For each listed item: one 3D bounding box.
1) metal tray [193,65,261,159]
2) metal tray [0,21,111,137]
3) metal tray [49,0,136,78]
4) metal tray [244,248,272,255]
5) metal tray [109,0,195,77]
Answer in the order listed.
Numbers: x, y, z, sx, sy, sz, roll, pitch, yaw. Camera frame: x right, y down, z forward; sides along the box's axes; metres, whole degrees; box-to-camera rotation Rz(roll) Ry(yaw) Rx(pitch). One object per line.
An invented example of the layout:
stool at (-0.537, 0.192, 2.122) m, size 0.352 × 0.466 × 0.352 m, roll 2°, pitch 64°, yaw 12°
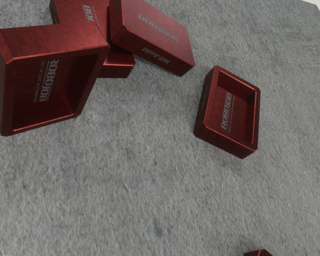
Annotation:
metal tray at (0.107, -0.027, 0.476) m, size 0.090 × 0.030 × 0.130 m, roll 26°, pitch 52°, yaw -13°
metal tray at (-0.112, -0.044, 0.304) m, size 0.091 × 0.129 × 0.030 m, roll -20°, pitch 73°, yaw -36°
metal tray at (-0.095, -0.131, 0.430) m, size 0.091 × 0.030 × 0.130 m, roll -5°, pitch 64°, yaw -31°
metal tray at (0.141, 0.214, 0.348) m, size 0.130 × 0.030 × 0.090 m, roll 40°, pitch 51°, yaw -2°
metal tray at (-0.010, -0.138, 0.456) m, size 0.131 × 0.030 × 0.090 m, roll 19°, pitch 49°, yaw -36°
